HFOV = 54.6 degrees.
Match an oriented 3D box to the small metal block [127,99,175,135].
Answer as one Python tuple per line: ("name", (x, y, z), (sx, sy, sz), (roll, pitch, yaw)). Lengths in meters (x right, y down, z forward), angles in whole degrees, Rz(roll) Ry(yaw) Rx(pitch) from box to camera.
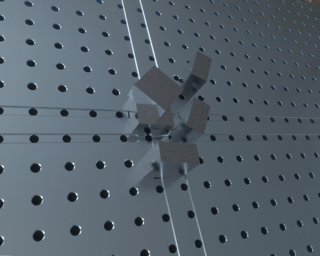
("small metal block", (-0.013, -0.020, 0.413), (0.050, 0.025, 0.050), (4, 60, -26))

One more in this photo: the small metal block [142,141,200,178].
("small metal block", (0.012, 0.040, 0.374), (0.050, 0.050, 0.025), (6, 59, -25))

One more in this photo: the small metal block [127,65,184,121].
("small metal block", (-0.005, -0.046, 0.401), (0.050, 0.025, 0.050), (40, 51, -1))

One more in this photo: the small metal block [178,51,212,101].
("small metal block", (0.050, -0.078, 0.466), (0.025, 0.050, 0.050), (27, 53, -12))

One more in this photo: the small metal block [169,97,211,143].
("small metal block", (0.040, -0.005, 0.416), (0.025, 0.050, 0.050), (28, 52, -11))
